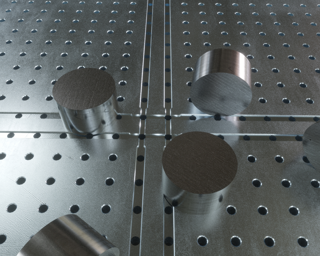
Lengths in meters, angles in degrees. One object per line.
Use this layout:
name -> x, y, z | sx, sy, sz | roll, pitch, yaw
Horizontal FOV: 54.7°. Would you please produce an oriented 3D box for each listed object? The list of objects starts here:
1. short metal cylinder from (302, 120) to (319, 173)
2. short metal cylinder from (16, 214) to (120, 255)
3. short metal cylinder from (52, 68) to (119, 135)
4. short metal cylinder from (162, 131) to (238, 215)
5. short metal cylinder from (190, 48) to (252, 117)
short metal cylinder -> 0.217, 0.019, 0.359 | 0.050, 0.080, 0.080 | -28, 56, -22
short metal cylinder -> -0.081, 0.123, 0.267 | 0.050, 0.080, 0.080 | 30, 56, 22
short metal cylinder -> -0.099, -0.037, 0.421 | 0.081, 0.050, 0.080 | 0, 50, 0
short metal cylinder -> 0.042, 0.050, 0.350 | 0.081, 0.050, 0.080 | 0, 50, 0
short metal cylinder -> 0.084, -0.061, 0.424 | 0.080, 0.080, 0.050 | 8, 51, 6
